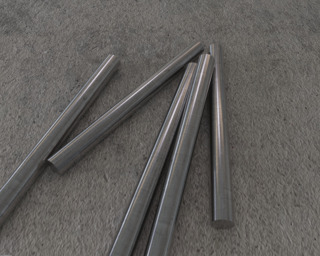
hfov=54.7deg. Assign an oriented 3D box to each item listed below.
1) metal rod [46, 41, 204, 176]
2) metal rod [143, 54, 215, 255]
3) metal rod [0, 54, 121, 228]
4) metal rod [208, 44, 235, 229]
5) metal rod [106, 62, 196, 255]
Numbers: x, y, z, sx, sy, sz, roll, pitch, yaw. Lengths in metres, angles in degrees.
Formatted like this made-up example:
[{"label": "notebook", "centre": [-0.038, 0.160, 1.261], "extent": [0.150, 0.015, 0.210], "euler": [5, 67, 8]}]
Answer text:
[{"label": "metal rod", "centre": [-0.031, -0.043, 0.439], "extent": [0.025, 0.025, 0.301], "euler": [31, 57, 23]}, {"label": "metal rod", "centre": [0.032, 0.016, 0.376], "extent": [0.025, 0.025, 0.300], "euler": [11, 55, 9]}, {"label": "metal rod", "centre": [-0.128, 0.001, 0.401], "extent": [0.025, 0.025, 0.301], "euler": [17, 52, 13]}, {"label": "metal rod", "centre": [0.078, -0.015, 0.415], "extent": [0.025, 0.025, 0.300], "euler": [4, 50, 3]}, {"label": "metal rod", "centre": [0.006, 0.018, 0.387], "extent": [0.025, 0.025, 0.300], "euler": [14, 51, 11]}]
